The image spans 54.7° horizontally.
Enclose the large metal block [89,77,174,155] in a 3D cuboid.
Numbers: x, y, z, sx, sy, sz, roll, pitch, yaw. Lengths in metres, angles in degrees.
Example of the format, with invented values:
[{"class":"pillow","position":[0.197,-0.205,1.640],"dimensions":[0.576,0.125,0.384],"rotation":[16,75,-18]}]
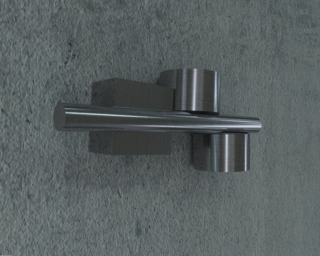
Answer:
[{"class":"large metal block","position":[-0.032,-0.010,0.360],"dimensions":[0.081,0.050,0.080],"rotation":[4,88,-40]}]

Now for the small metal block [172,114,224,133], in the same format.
[{"class":"small metal block","position":[0.053,-0.005,0.435],"dimensions":[0.050,0.050,0.025],"rotation":[1,89,-40]}]

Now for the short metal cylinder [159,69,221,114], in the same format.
[{"class":"short metal cylinder","position":[0.039,-0.045,0.406],"dimensions":[0.081,0.080,0.050],"rotation":[3,89,-40]}]

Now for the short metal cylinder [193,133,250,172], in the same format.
[{"class":"short metal cylinder","position":[0.088,0.033,0.446],"dimensions":[0.081,0.080,0.050],"rotation":[0,91,-40]}]

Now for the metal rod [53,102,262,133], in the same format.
[{"class":"metal rod","position":[0.027,-0.007,0.365],"dimensions":[0.302,0.025,0.025],"rotation":[1,89,-41]}]
